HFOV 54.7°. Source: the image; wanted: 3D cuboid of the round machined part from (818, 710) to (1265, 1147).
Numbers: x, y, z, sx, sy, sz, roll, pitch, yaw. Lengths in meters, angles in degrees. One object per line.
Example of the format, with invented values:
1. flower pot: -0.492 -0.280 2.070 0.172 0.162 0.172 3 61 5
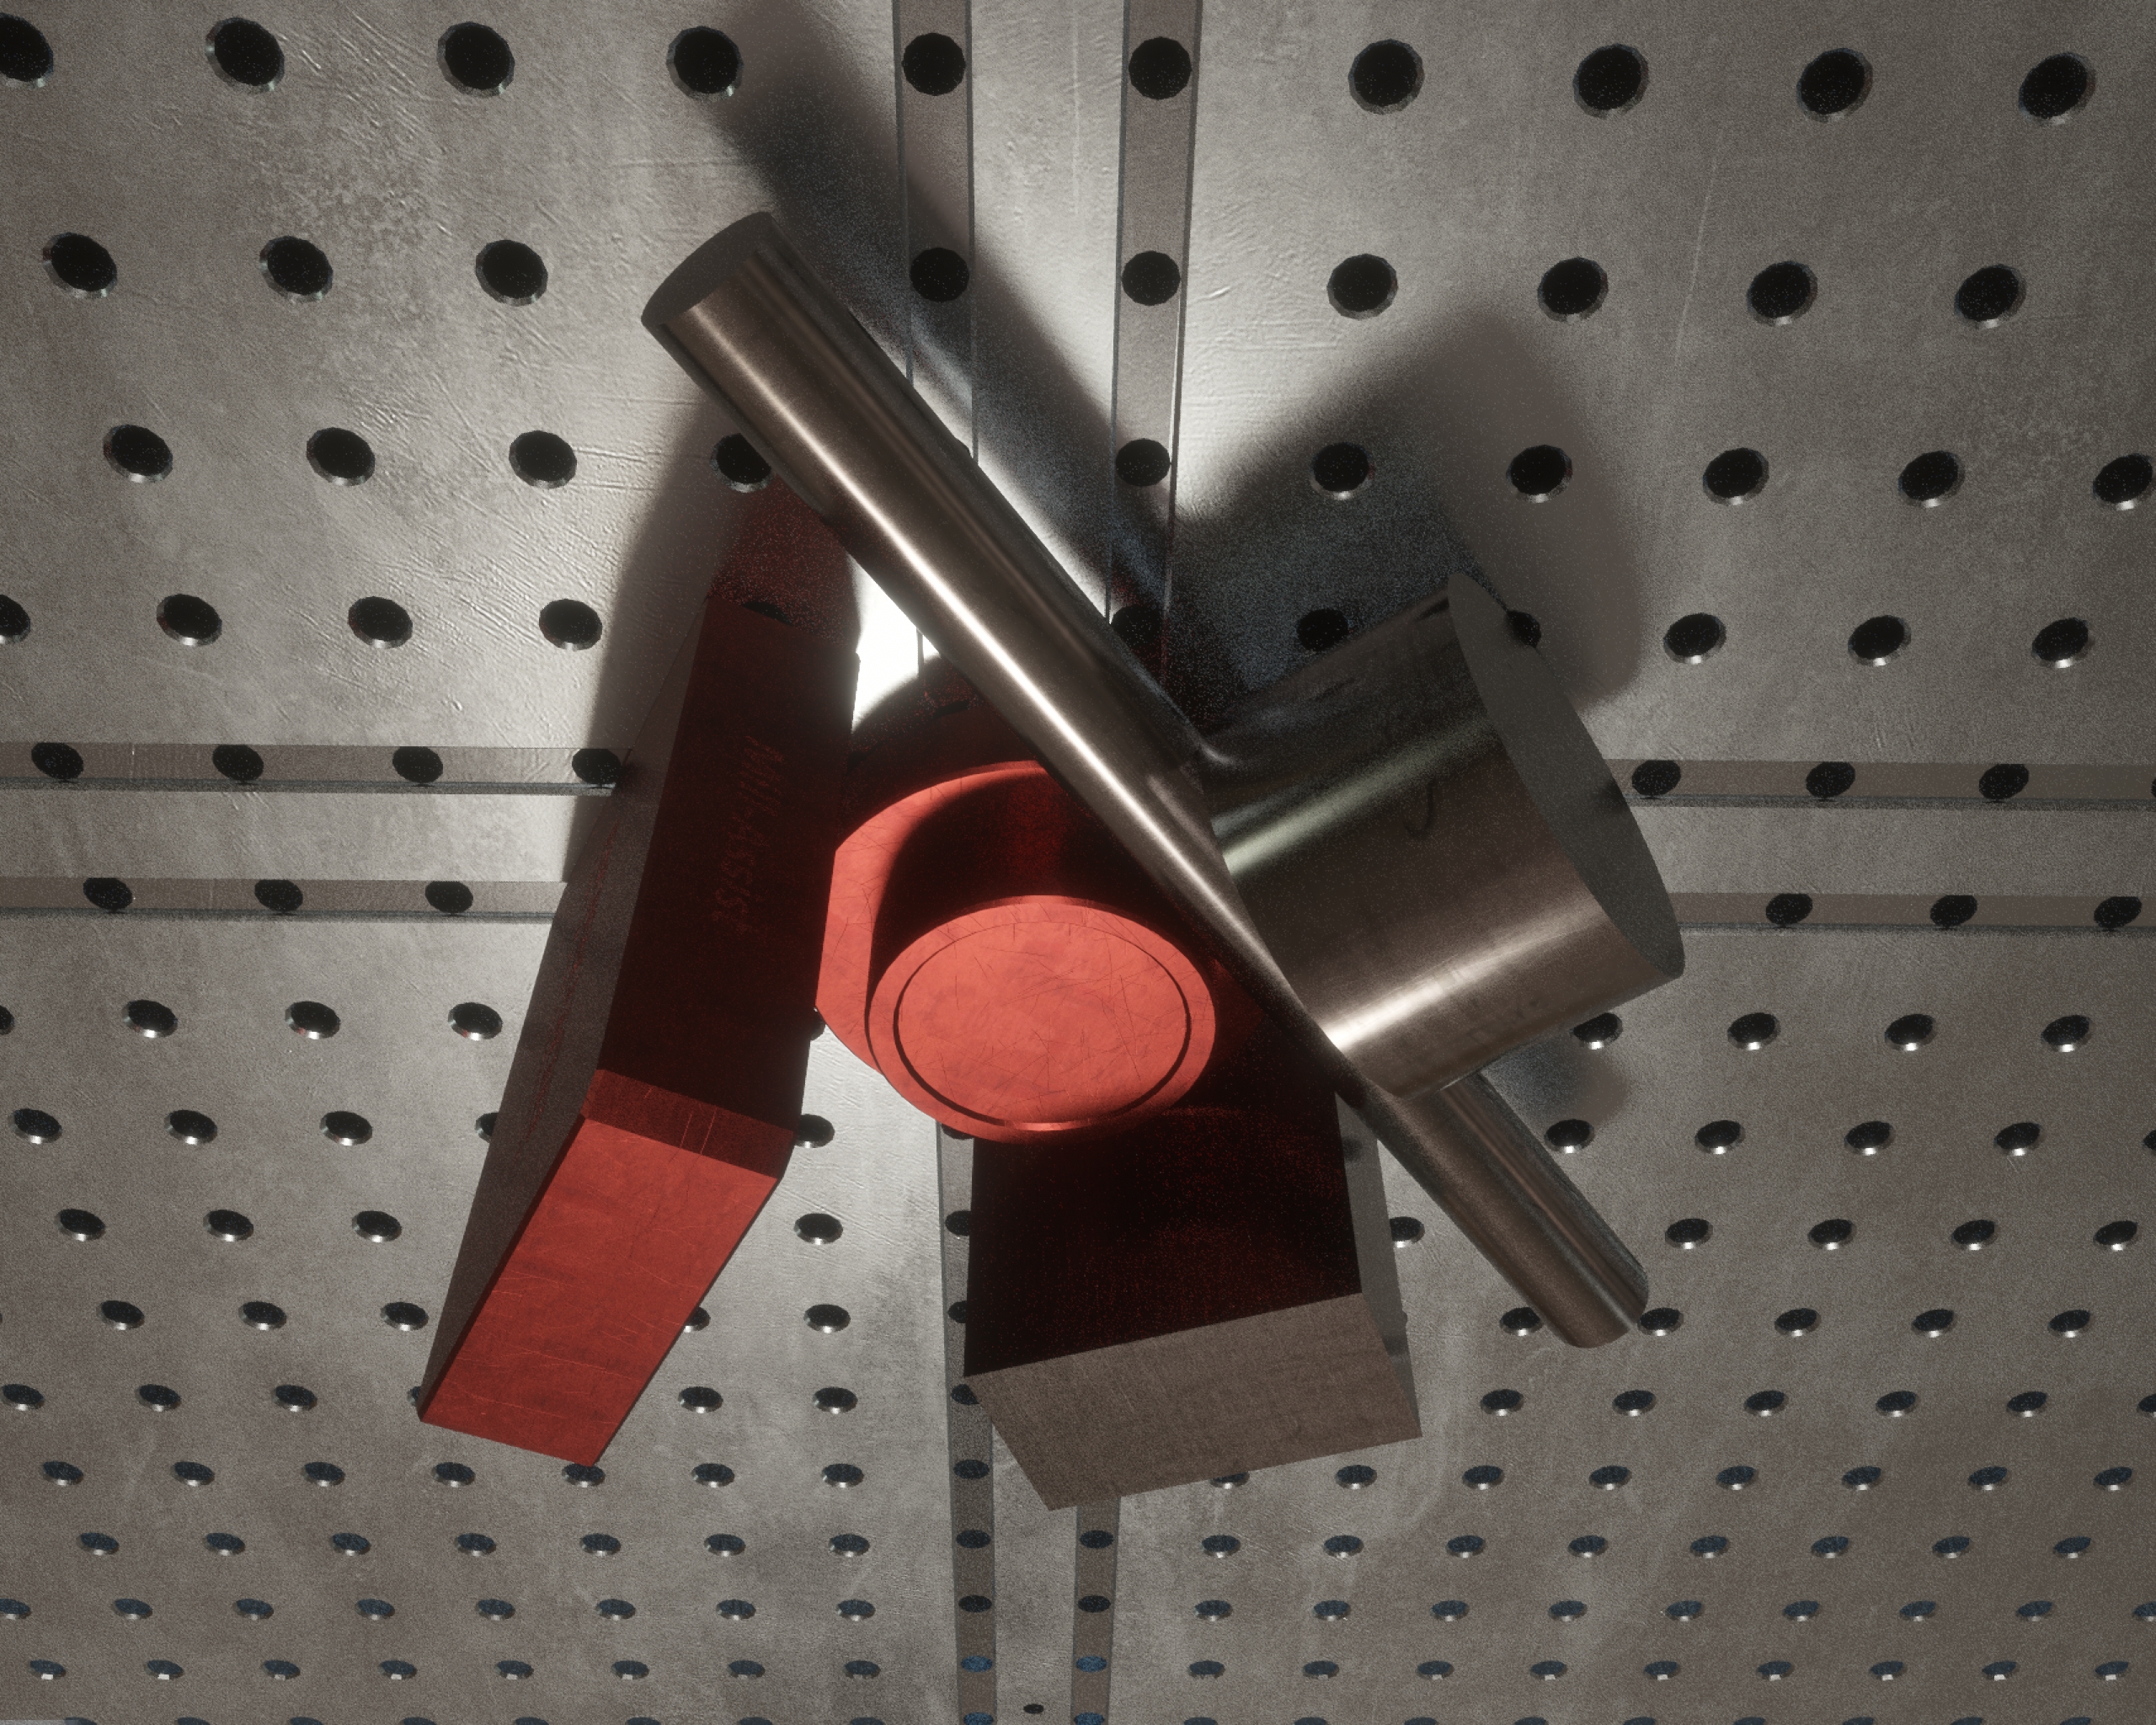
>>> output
1. round machined part: -0.007 0.019 0.416 0.099 0.042 0.097 -1 130 0

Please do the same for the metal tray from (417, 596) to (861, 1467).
1. metal tray: -0.074 0.025 0.364 0.030 0.130 0.089 22 127 -18

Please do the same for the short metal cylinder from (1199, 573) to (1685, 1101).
1. short metal cylinder: 0.065 -0.004 0.371 0.050 0.080 0.080 -30 124 22

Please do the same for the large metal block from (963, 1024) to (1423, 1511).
1. large metal block: 0.024 0.083 0.447 0.080 0.080 0.050 -15 129 12

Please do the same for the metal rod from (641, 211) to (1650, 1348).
1. metal rod: 0.031 0.005 0.389 0.025 0.025 0.300 -28 125 21
